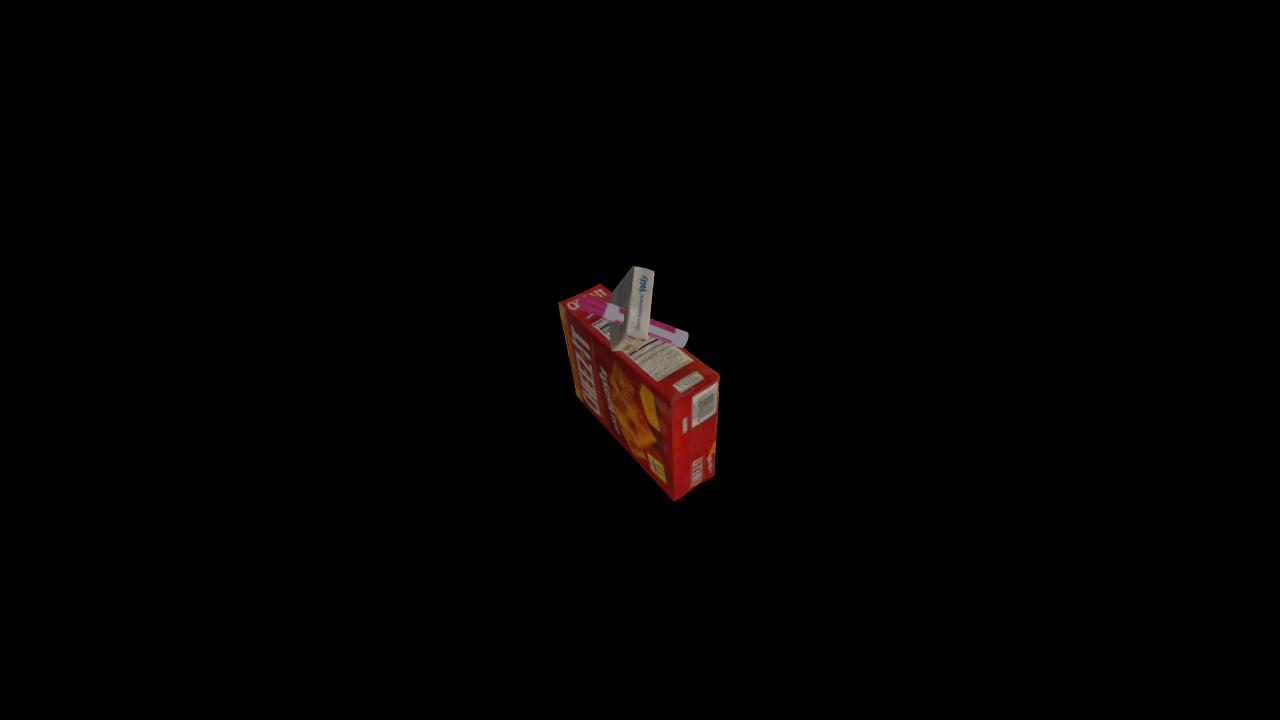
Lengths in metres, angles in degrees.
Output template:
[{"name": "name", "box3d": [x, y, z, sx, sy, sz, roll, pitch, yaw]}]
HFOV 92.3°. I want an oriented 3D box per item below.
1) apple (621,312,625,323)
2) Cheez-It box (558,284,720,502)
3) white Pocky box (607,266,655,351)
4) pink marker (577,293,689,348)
[{"name": "apple", "box3d": [0.031, 0.035, 0.740, 0.093, 0.079, 0.079, -28, -5, 9]}, {"name": "Cheez-It box", "box3d": [-0.004, 0.033, 0.725, 0.071, 0.166, 0.223, -27, 47, -24]}, {"name": "white Pocky box", "box3d": [-0.025, -0.037, 0.698, 0.028, 0.084, 0.154, 12, -21, -17]}, {"name": "pink marker", "box3d": [-0.007, -0.041, 0.638, 0.121, 0.020, 0.020, 21, -5, -14]}]
